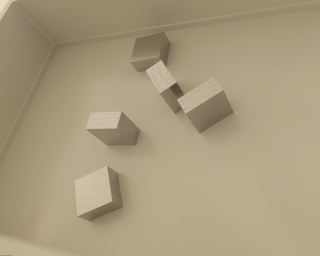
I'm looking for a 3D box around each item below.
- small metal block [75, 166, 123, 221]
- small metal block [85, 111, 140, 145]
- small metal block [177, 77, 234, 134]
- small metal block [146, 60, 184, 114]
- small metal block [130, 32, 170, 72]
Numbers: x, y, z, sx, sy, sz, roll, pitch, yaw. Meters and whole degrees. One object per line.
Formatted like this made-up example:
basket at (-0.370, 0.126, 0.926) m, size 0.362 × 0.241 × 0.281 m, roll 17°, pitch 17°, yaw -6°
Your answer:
small metal block at (-0.079, 0.084, 0.396) m, size 0.050 × 0.025 × 0.050 m, roll -25°, pitch 53°, yaw 12°
small metal block at (-0.063, 0.002, 0.422) m, size 0.050 × 0.050 × 0.025 m, roll -1°, pitch 62°, yaw 28°
small metal block at (0.056, -0.026, 0.376) m, size 0.050 × 0.050 × 0.025 m, roll -33°, pitch 52°, yaw 7°
small metal block at (0.011, -0.055, 0.418) m, size 0.025 × 0.050 × 0.050 m, roll -34°, pitch 51°, yaw 7°
small metal block at (-0.015, -0.119, 0.487) m, size 0.050 × 0.025 × 0.050 m, roll -5°, pitch 59°, yaw 25°
